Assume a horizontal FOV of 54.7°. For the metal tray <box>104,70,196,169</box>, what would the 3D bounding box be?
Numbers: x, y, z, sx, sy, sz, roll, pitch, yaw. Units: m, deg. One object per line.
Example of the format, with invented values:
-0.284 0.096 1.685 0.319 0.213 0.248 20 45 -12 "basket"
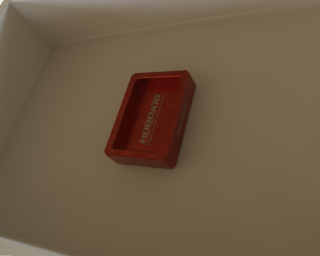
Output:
-0.011 -0.014 0.412 0.090 0.030 0.130 2 62 28 "metal tray"
